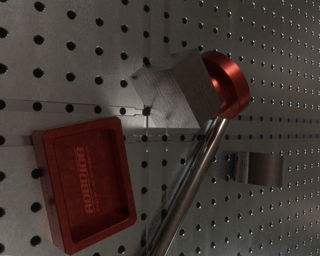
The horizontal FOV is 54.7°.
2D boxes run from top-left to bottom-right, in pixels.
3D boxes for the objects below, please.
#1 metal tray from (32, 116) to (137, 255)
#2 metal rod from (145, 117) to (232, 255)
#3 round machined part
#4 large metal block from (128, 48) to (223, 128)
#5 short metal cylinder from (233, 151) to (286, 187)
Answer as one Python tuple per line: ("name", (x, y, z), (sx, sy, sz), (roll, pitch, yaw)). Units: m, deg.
("metal tray", (-0.079, 0.058, 0.341), (0.091, 0.030, 0.129), (-15, 100, -39))
("metal rod", (0.056, 0.064, 0.458), (0.025, 0.025, 0.300), (45, 63, -31))
("round machined part", (0.072, -0.052, 0.426), (0.042, 0.098, 0.098), (-36, 113, -20))
("large metal block", (0.019, -0.047, 0.391), (0.050, 0.080, 0.080), (-44, 117, -31))
("short metal cylinder", (0.165, 0.068, 0.515), (0.081, 0.080, 0.050), (11, 83, -40))
